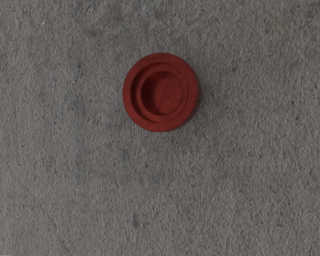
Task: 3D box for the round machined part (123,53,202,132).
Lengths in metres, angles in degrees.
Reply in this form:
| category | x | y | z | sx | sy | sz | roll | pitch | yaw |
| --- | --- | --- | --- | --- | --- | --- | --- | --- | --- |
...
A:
| category | x | y | z | sx | sy | sz | roll | pitch | yaw |
| --- | --- | --- | --- | --- | --- | --- | --- | --- | --- |
| round machined part | 0.005 | -0.044 | 0.398 | 0.098 | 0.042 | 0.097 | 0 | 90 | 20 |
